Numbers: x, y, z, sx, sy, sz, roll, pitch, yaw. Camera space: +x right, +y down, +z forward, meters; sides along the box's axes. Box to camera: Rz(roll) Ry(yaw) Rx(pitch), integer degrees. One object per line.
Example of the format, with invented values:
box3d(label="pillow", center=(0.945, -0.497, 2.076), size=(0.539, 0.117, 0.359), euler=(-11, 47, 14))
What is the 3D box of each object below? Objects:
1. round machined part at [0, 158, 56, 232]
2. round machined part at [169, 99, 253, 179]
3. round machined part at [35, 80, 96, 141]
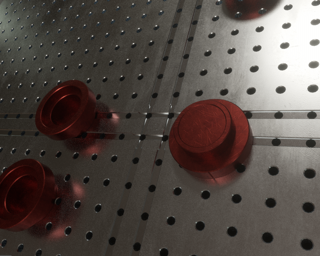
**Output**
box3d(label="round machined part", center=(-0.187, 0.096, 0.434), size=(0.098, 0.042, 0.098), euler=(-13, 56, 20))
box3d(label="round machined part", center=(0.055, 0.006, 0.364), size=(0.098, 0.042, 0.098), euler=(-13, 56, 20))
box3d(label="round machined part", center=(-0.141, -0.024, 0.484), size=(0.098, 0.042, 0.098), euler=(-13, 56, 20))
